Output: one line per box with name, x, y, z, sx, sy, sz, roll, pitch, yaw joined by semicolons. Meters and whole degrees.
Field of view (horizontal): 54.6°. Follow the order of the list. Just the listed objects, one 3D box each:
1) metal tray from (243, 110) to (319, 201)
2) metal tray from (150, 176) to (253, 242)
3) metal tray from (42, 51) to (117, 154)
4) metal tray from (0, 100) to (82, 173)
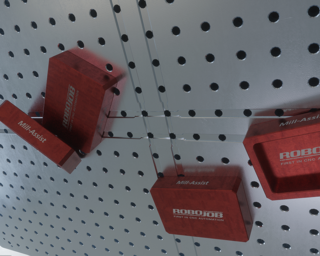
metal tray;0.169;0.030;0.336;0.130;0.030;0.090;-15;111;34
metal tray;0.059;0.115;0.449;0.130;0.030;0.090;-5;116;30
metal tray;-0.121;-0.034;0.452;0.090;0.030;0.129;30;128;8
metal tray;-0.190;0.018;0.491;0.130;0.030;0.090;36;163;4
